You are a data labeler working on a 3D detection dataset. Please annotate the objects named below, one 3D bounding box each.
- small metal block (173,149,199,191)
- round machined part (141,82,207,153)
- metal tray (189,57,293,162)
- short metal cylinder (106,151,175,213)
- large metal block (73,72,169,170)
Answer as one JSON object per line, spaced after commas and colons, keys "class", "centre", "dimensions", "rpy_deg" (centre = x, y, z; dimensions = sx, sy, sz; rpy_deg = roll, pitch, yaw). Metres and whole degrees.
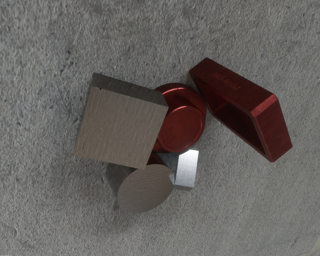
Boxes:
{"class": "small metal block", "centre": [0.035, 0.060, 0.436], "dimensions": [0.025, 0.050, 0.050], "rpy_deg": [9, 162, 1]}
{"class": "round machined part", "centre": [0.020, -0.007, 0.406], "dimensions": [0.099, 0.042, 0.097], "rpy_deg": [-14, 125, -21]}
{"class": "metal tray", "centre": [0.094, -0.025, 0.377], "dimensions": [0.030, 0.130, 0.090], "rpy_deg": [-38, 130, -3]}
{"class": "short metal cylinder", "centre": [-0.027, 0.068, 0.421], "dimensions": [0.081, 0.050, 0.079], "rpy_deg": [-14, 125, -21]}
{"class": "large metal block", "centre": [-0.046, -0.007, 0.348], "dimensions": [0.081, 0.050, 0.079], "rpy_deg": [15, 112, -16]}
